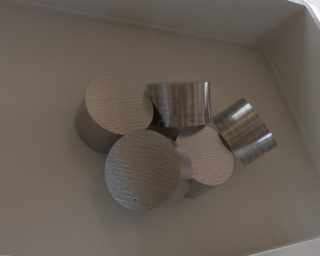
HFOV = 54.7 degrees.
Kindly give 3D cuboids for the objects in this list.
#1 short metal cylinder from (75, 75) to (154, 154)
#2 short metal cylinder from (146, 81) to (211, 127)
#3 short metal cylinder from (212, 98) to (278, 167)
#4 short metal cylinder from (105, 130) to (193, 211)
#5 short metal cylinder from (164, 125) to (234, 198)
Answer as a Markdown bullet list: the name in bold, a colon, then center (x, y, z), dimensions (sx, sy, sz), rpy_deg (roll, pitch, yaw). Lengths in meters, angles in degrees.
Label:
- **short metal cylinder**: center (-0.055, -0.016, 0.368), dimensions (0.081, 0.050, 0.080), rpy_deg (14, 56, -21)
- **short metal cylinder**: center (0.024, -0.033, 0.393), dimensions (0.081, 0.080, 0.050), rpy_deg (-8, 102, -32)
- **short metal cylinder**: center (0.114, 0.006, 0.421), dimensions (0.080, 0.050, 0.080), rpy_deg (53, 10, -13)
- **short metal cylinder**: center (-0.010, 0.045, 0.328), dimensions (0.080, 0.080, 0.050), rpy_deg (66, 12, 18)
- **short metal cylinder**: center (0.044, 0.042, 0.388), dimensions (0.081, 0.050, 0.080), rpy_deg (14, 56, -21)
